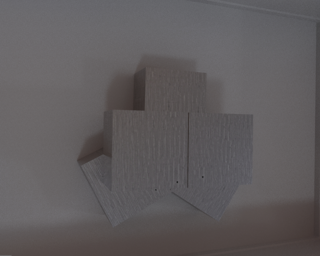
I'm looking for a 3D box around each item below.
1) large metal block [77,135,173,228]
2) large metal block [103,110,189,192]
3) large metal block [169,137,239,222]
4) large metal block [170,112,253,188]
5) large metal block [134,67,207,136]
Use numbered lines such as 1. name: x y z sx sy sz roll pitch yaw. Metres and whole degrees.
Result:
1. large metal block: -0.044 0.059 0.379 0.081 0.050 0.080 -28 99 -18
2. large metal block: -0.017 0.022 0.336 0.081 0.050 0.080 1 90 -20
3. large metal block: 0.057 0.064 0.415 0.080 0.050 0.080 36 79 -16
4. large metal block: 0.059 0.024 0.363 0.081 0.050 0.080 1 90 -20
5. large metal block: 0.012 -0.031 0.400 0.081 0.050 0.080 2 90 -20
